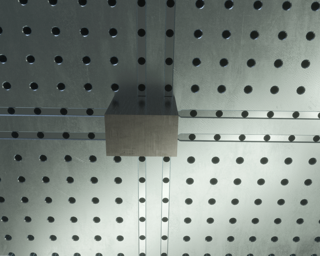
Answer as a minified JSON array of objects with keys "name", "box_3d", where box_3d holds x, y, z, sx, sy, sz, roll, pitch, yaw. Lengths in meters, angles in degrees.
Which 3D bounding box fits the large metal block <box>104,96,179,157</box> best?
[{"name":"large metal block","box_3d":[-0.021,-0.005,0.382,0.081,0.080,0.050,1,110,-1]}]
